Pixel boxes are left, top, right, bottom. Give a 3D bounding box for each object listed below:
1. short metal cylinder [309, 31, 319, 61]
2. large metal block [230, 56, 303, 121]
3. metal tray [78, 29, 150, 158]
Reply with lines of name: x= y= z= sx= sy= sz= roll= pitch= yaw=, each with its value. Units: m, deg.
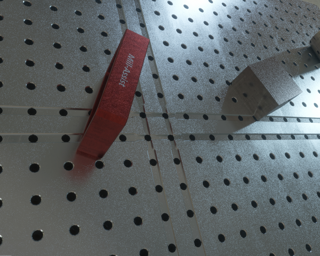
short metal cylinder: x=0.390 y=-0.193 z=0.700 sx=0.081 sy=0.080 sz=0.050 roll=-7 pitch=66 yaw=-32
large metal block: x=0.183 y=-0.070 z=0.533 sx=0.081 sy=0.050 sz=0.080 roll=-24 pitch=75 yaw=-37
metal tray: x=-0.053 y=-0.041 z=0.362 sx=0.030 sy=0.090 sz=0.130 roll=22 pitch=53 yaw=-15
